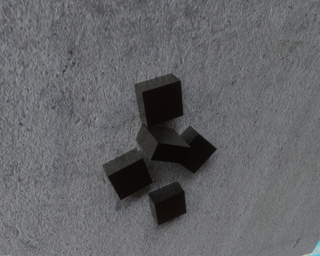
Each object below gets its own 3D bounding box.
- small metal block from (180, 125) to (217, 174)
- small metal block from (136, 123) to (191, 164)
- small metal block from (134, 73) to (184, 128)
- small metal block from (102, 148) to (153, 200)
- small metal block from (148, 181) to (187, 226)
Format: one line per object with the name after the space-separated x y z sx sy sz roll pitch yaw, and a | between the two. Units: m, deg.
0.047 0.032 0.452 0.050 0.025 0.050 -48 129 6 | small metal block
0.004 0.020 0.405 0.050 0.050 0.025 10 113 -33 | small metal block
0.000 -0.035 0.385 0.050 0.025 0.050 -19 126 -17 | small metal block
-0.043 0.063 0.422 0.050 0.025 0.050 -27 128 -11 | small metal block
0.012 0.118 0.487 0.050 0.025 0.050 -20 126 -17 | small metal block
